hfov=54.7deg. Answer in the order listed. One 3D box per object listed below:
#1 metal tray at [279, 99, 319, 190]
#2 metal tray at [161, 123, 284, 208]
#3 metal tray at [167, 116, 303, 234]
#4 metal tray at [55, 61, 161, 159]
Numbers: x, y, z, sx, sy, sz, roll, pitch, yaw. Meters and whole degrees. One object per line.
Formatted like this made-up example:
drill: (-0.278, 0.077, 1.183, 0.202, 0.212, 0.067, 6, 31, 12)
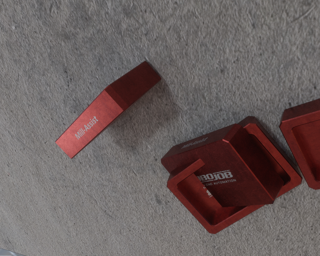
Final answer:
metal tray: (0.198, 0.007, 0.302, 0.130, 0.030, 0.090, -20, 108, 35)
metal tray: (0.069, 0.053, 0.376, 0.090, 0.030, 0.130, 51, 146, -9)
metal tray: (0.085, 0.059, 0.370, 0.130, 0.030, 0.090, -39, 97, 21)
metal tray: (-0.065, -0.021, 0.385, 0.030, 0.090, 0.129, 48, 129, -6)
